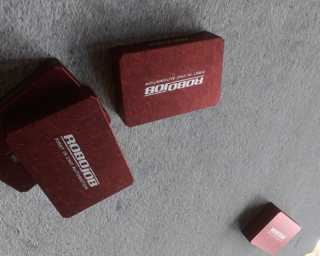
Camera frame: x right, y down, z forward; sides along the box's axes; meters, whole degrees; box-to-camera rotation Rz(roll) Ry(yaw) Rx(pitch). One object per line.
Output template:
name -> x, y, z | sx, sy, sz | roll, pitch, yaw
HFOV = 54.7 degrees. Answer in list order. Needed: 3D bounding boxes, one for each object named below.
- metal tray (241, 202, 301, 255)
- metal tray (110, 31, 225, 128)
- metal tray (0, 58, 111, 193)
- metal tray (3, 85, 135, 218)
metal tray -> 0.245, 0.222, 0.675 | 0.090, 0.030, 0.130 | -48, 129, 6
metal tray -> 0.012, -0.060, 0.373 | 0.131, 0.030, 0.089 | -15, 125, -20
metal tray -> -0.131, 0.000, 0.332 | 0.130, 0.030, 0.090 | -40, 129, -1
metal tray -> -0.090, 0.030, 0.333 | 0.091, 0.030, 0.129 | -27, 128, -12
